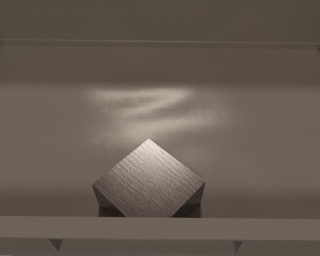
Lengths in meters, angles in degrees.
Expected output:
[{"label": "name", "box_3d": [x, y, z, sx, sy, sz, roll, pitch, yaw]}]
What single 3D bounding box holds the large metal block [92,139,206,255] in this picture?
[{"label": "large metal block", "box_3d": [-0.011, 0.071, 0.329, 0.080, 0.050, 0.080, 36, 58, 26]}]
